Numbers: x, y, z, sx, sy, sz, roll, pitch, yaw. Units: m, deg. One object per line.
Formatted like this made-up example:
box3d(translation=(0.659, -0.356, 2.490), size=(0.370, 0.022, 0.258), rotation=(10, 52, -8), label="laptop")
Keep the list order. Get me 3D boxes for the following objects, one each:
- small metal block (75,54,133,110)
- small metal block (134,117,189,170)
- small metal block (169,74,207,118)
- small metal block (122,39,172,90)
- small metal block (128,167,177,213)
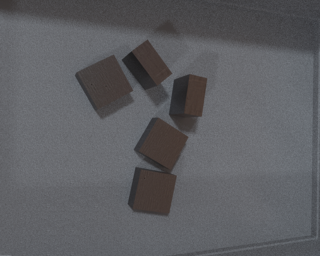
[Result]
box3d(translation=(-0.070, -0.056, 0.385), size=(0.050, 0.025, 0.050), rotation=(-31, 101, -18), label="small metal block")
box3d(translation=(0.002, 0.020, 0.412), size=(0.050, 0.025, 0.050), rotation=(33, 79, -18), label="small metal block")
box3d(translation=(0.036, -0.041, 0.412), size=(0.025, 0.050, 0.050), rotation=(10, 87, -20), label="small metal block")
box3d(translation=(-0.018, -0.078, 0.392), size=(0.025, 0.050, 0.050), rotation=(-41, 104, -15), label="small metal block")
box3d(translation=(-0.010, 0.082, 0.408), size=(0.050, 0.025, 0.050), rotation=(13, 86, -20), label="small metal block")
